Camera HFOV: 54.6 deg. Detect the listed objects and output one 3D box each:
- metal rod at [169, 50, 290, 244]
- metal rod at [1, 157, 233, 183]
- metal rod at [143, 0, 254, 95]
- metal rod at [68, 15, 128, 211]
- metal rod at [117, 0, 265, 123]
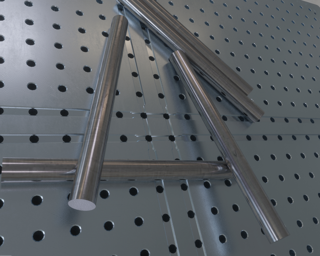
[{"bbox_3d":[0.081,0.006,0.422,0.025,0.025,0.299,-6,57,-31],"label":"metal rod"},{"bbox_3d":[-0.018,0.050,0.367,0.302,0.025,0.025,4,60,-26],"label":"metal rod"},{"bbox_3d":[0.037,-0.158,0.523,0.300,0.025,0.025,42,51,1],"label":"metal rod"},{"bbox_3d":[-0.066,-0.045,0.379,0.025,0.025,0.300,18,49,-18],"label":"metal rod"},{"bbox_3d":[0.050,-0.118,0.505,0.300,0.025,0.025,42,51,1],"label":"metal rod"}]
